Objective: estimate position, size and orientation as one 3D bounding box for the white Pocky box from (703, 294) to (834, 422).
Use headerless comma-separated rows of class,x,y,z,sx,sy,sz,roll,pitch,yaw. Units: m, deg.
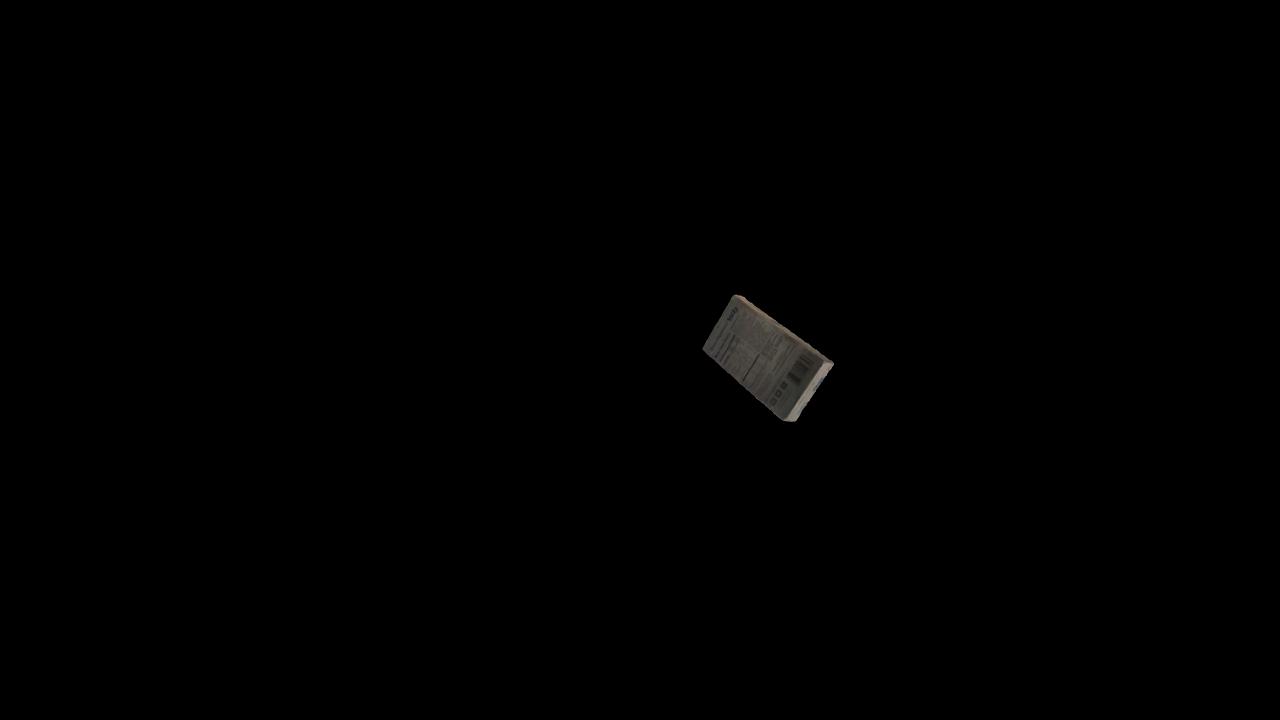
white Pocky box,0.145,-0.005,0.726,0.028,0.084,0.154,11,25,-44
